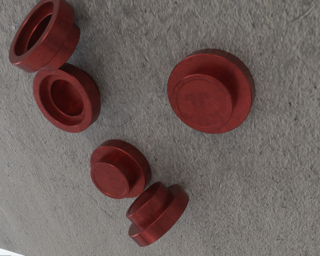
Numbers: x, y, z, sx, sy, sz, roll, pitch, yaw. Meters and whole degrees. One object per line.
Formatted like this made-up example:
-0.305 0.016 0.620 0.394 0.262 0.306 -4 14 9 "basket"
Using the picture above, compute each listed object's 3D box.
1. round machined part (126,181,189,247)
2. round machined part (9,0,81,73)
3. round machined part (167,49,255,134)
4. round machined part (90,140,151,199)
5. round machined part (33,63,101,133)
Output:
-0.009 0.113 0.435 0.042 0.098 0.098 47 129 -5 "round machined part"
-0.136 -0.109 0.377 0.098 0.098 0.042 -16 147 34 "round machined part"
0.052 -0.035 0.347 0.098 0.042 0.097 13 124 21 "round machined part"
-0.066 0.070 0.474 0.098 0.042 0.097 13 124 21 "round machined part"
-0.124 -0.045 0.433 0.098 0.042 0.097 13 124 21 "round machined part"
